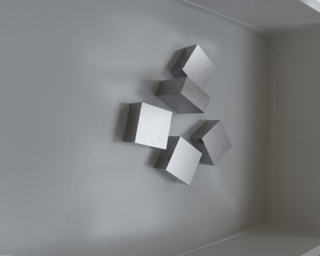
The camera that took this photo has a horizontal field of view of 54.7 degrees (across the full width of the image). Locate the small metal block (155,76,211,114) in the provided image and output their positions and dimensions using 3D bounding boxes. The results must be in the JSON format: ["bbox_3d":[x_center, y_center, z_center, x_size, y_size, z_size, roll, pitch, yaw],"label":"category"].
[{"bbox_3d":[0.031,-0.043,0.418,0.050,0.050,0.025,35,69,-35],"label":"small metal block"}]

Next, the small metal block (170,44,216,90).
[{"bbox_3d":[0.049,-0.084,0.450,0.050,0.025,0.050,45,63,-31],"label":"small metal block"}]

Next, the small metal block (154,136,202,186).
[{"bbox_3d":[0.026,0.045,0.431,0.050,0.025,0.050,38,67,-34],"label":"small metal block"}]

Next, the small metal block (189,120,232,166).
[{"bbox_3d":[0.079,0.022,0.475,0.050,0.025,0.050,-41,115,-33],"label":"small metal block"}]

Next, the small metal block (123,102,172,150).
[{"bbox_3d":[-0.015,-0.002,0.396,0.050,0.025,0.050,16,80,-39],"label":"small metal block"}]
